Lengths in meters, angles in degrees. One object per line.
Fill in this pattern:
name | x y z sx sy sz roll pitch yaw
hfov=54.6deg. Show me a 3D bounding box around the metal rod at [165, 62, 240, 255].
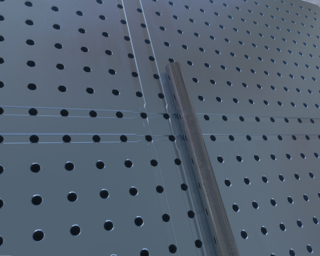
metal rod | 0.052 0.038 0.412 0.025 0.025 0.299 1 62 -28
